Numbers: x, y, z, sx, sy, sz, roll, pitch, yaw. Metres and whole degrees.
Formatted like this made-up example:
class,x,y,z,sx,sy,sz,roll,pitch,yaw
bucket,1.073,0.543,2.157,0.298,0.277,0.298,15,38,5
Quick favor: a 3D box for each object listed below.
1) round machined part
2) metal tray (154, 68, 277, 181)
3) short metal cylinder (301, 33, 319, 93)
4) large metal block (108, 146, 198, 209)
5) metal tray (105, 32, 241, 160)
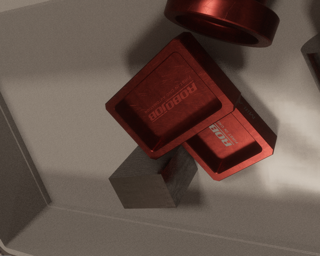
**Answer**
class,x,y,z,sx,sy,sz,roll,pitch,yaw
round machined part,0.056,-0.107,0.273,0.098,0.098,0.042,20,100,16
metal tray,0.061,-0.006,0.368,0.130,0.030,0.090,47,129,-6
short metal cylinder,0.165,-0.059,0.250,0.080,0.080,0.050,-21,107,35
large metal block,-0.006,0.061,0.413,0.080,0.080,0.050,-10,113,32
metal tray,0.009,-0.029,0.341,0.090,0.030,0.129,49,128,-7
